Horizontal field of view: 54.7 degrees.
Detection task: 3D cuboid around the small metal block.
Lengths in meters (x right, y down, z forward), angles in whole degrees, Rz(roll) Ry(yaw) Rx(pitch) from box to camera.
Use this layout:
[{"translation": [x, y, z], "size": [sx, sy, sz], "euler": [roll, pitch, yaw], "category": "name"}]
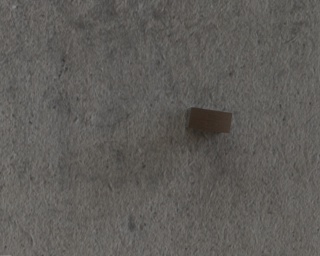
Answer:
[{"translation": [0.061, -0.009, 0.398], "size": [0.050, 0.050, 0.025], "euler": [8, 90, -1], "category": "small metal block"}]
